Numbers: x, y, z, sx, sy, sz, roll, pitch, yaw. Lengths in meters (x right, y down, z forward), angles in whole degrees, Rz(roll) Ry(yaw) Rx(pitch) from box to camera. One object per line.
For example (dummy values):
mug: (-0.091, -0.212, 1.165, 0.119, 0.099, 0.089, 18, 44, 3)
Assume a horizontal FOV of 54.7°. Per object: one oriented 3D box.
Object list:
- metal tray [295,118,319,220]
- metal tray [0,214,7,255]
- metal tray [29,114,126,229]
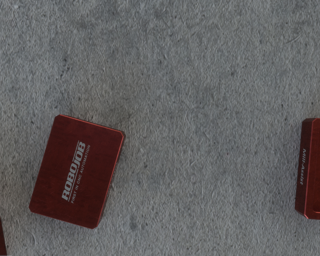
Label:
metal tray: (0.234, 0.055, 0.409, 0.091, 0.030, 0.129, 5, 90, 0)
metal tray: (-0.261, 0.128, 0.405, 0.091, 0.030, 0.129, -10, 90, 0)
metal tray: (-0.106, 0.056, 0.407, 0.090, 0.030, 0.129, 16, 90, 0)
